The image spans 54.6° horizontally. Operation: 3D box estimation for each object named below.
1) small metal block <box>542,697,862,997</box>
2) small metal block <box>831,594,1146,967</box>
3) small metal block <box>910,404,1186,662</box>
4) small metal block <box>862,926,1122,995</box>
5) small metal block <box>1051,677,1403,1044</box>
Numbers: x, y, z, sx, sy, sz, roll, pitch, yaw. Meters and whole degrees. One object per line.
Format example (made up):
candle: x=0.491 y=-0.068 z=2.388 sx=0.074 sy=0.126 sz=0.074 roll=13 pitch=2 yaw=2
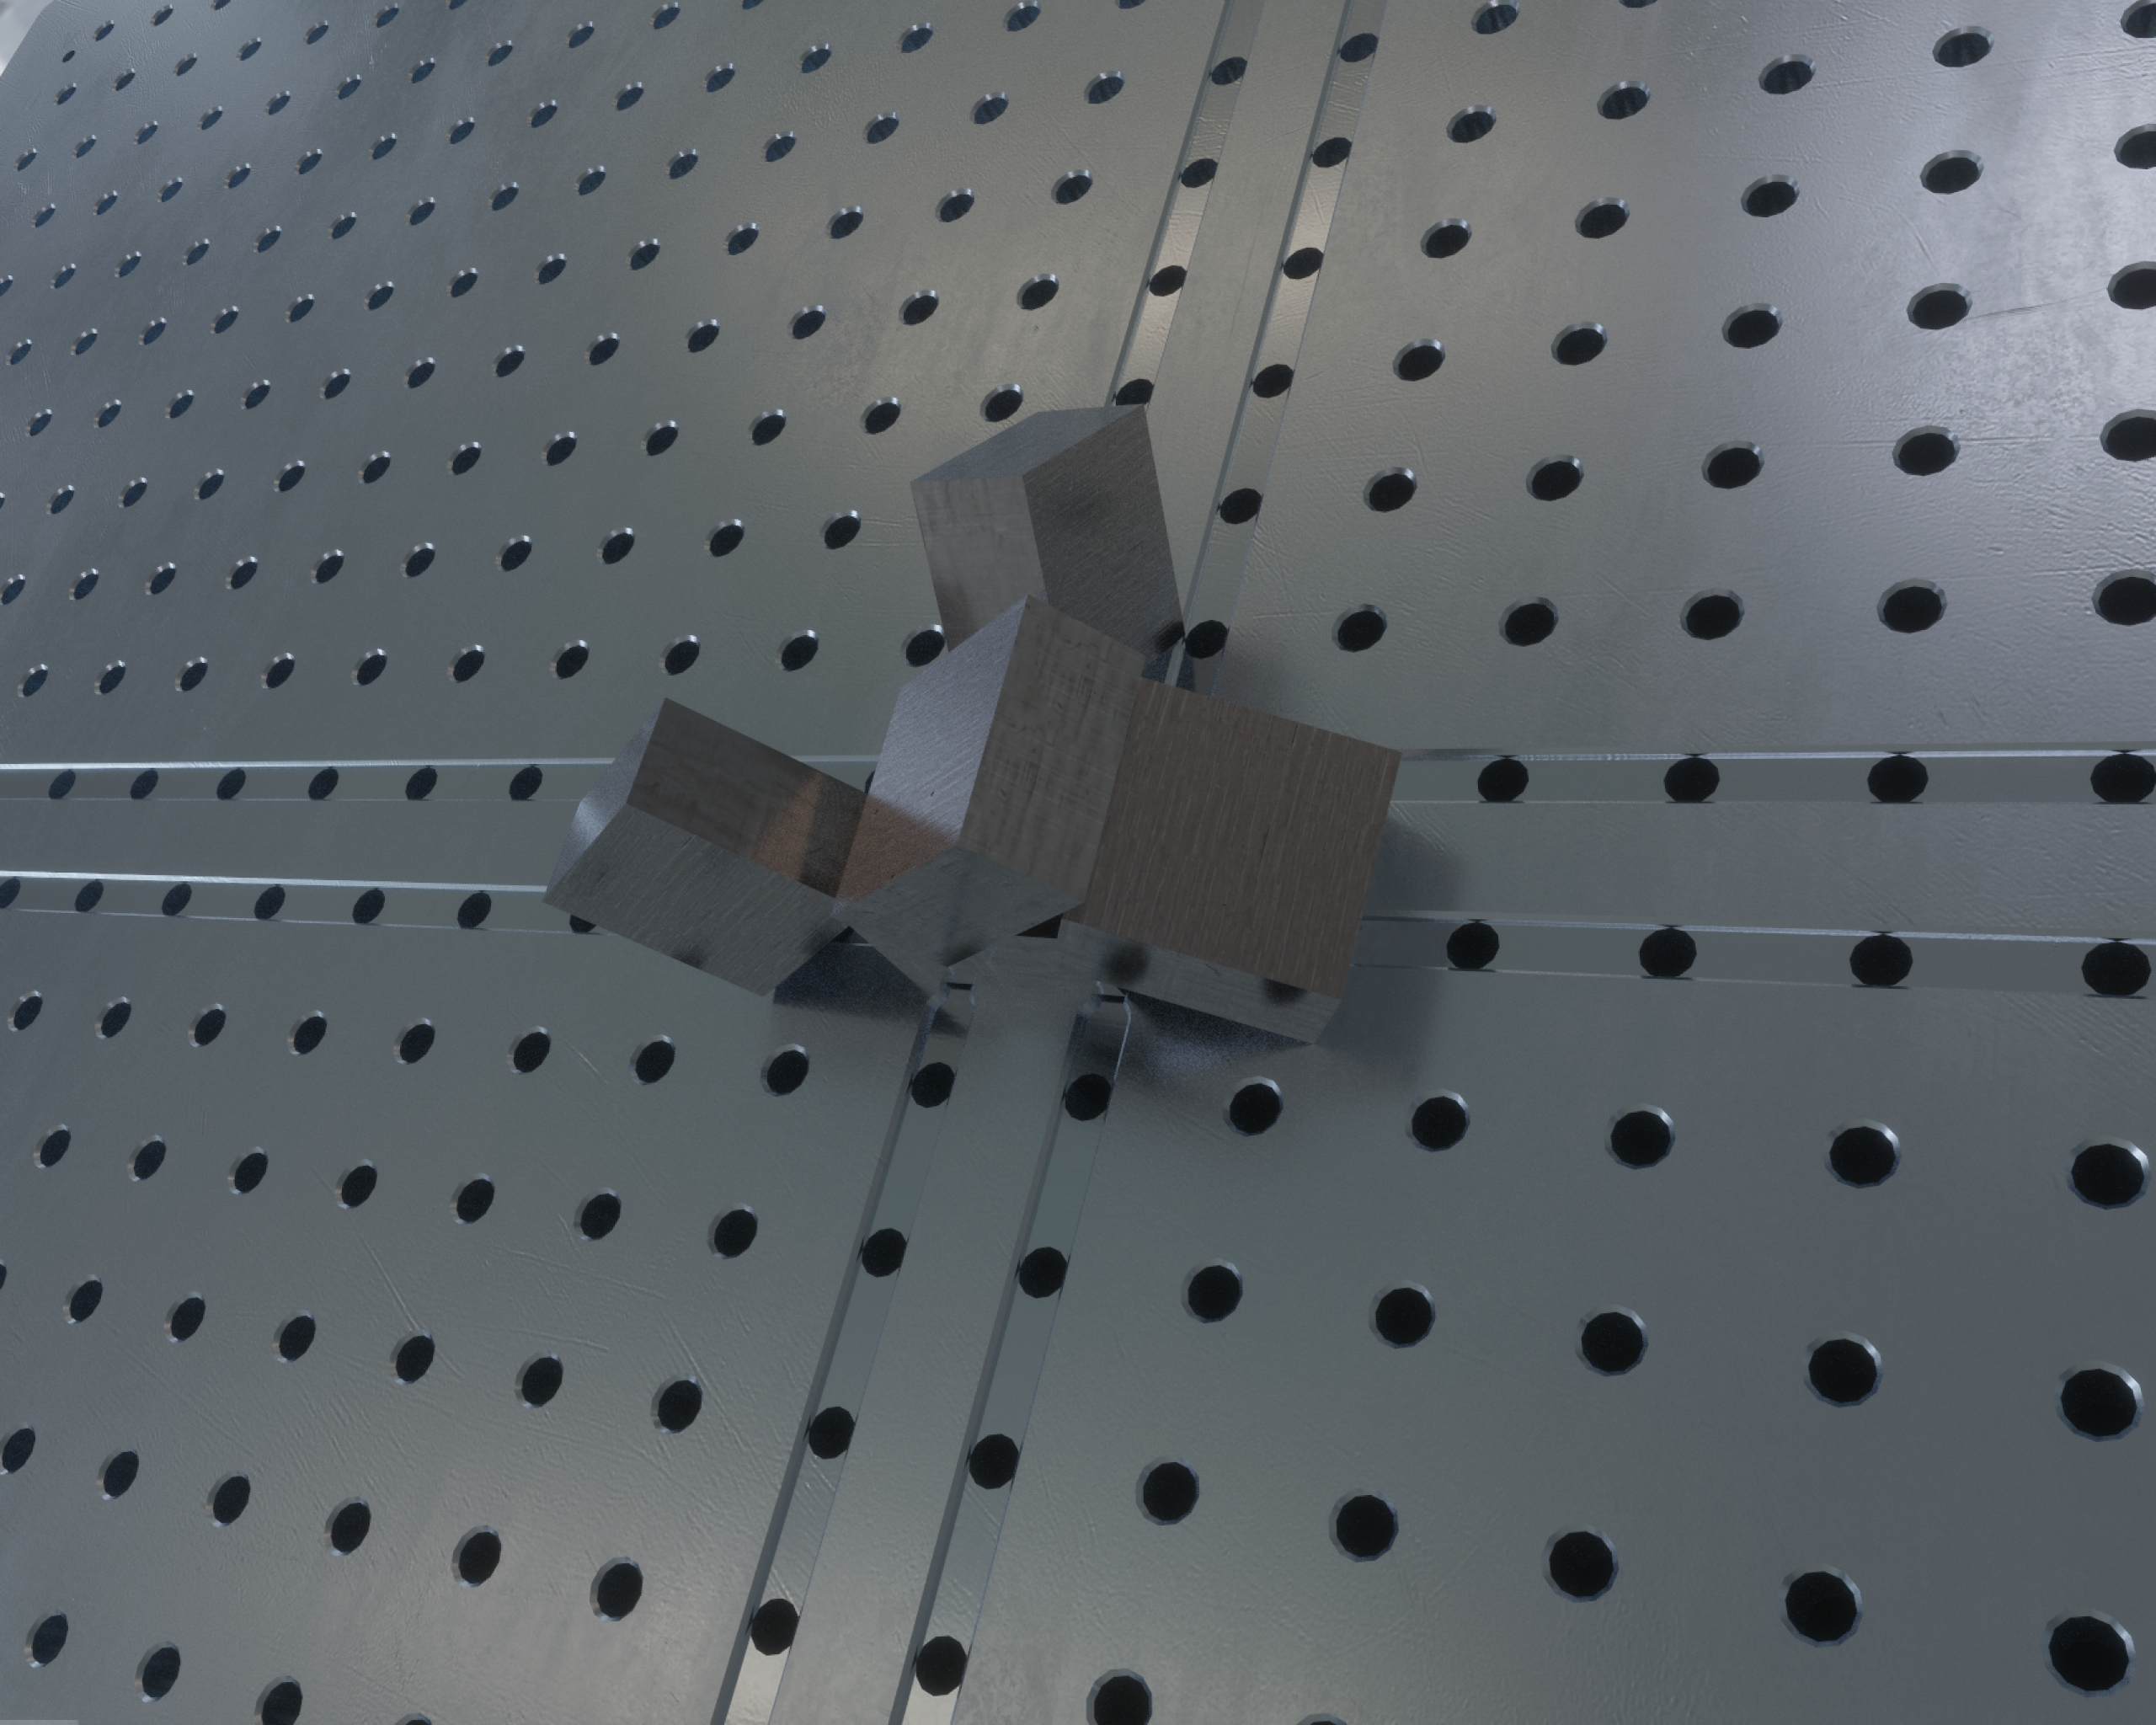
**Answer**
small metal block: x=-0.072 y=-0.002 z=0.419 sx=0.050 sy=0.050 sz=0.025 roll=-37 pitch=34 yaw=51
small metal block: x=-0.017 y=-0.014 z=0.379 sx=0.050 sy=0.025 sz=0.050 roll=-27 pitch=43 yaw=55
small metal block: x=-0.005 y=-0.060 z=0.419 sx=0.025 sy=0.050 sz=0.050 roll=3 pitch=27 yaw=30
small metal block: x=-0.011 y=-0.003 z=0.417 sx=0.050 sy=0.025 sz=0.050 roll=3 pitch=63 yaw=29
small metal block: x=0.027 y=0.000 z=0.381 sx=0.050 sy=0.025 sz=0.050 roll=16 pitch=66 yaw=1
